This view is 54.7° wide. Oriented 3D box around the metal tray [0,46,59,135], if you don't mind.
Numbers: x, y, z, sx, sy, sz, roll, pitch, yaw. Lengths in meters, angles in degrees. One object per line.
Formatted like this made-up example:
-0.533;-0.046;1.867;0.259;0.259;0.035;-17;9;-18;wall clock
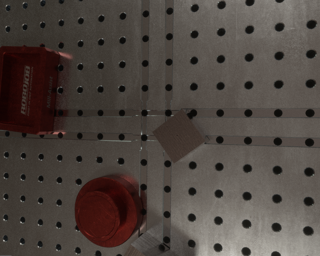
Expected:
-0.209;-0.059;0.481;0.090;0.030;0.129;6;92;19;metal tray

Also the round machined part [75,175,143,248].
-0.077;0.118;0.430;0.098;0.042;0.097;0;90;19;round machined part

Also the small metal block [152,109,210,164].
0.027;0.011;0.402;0.050;0.025;0.050;-38;78;15;small metal block

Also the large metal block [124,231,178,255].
-0.014;0.199;0.404;0.080;0.050;0.080;32;100;17;large metal block
